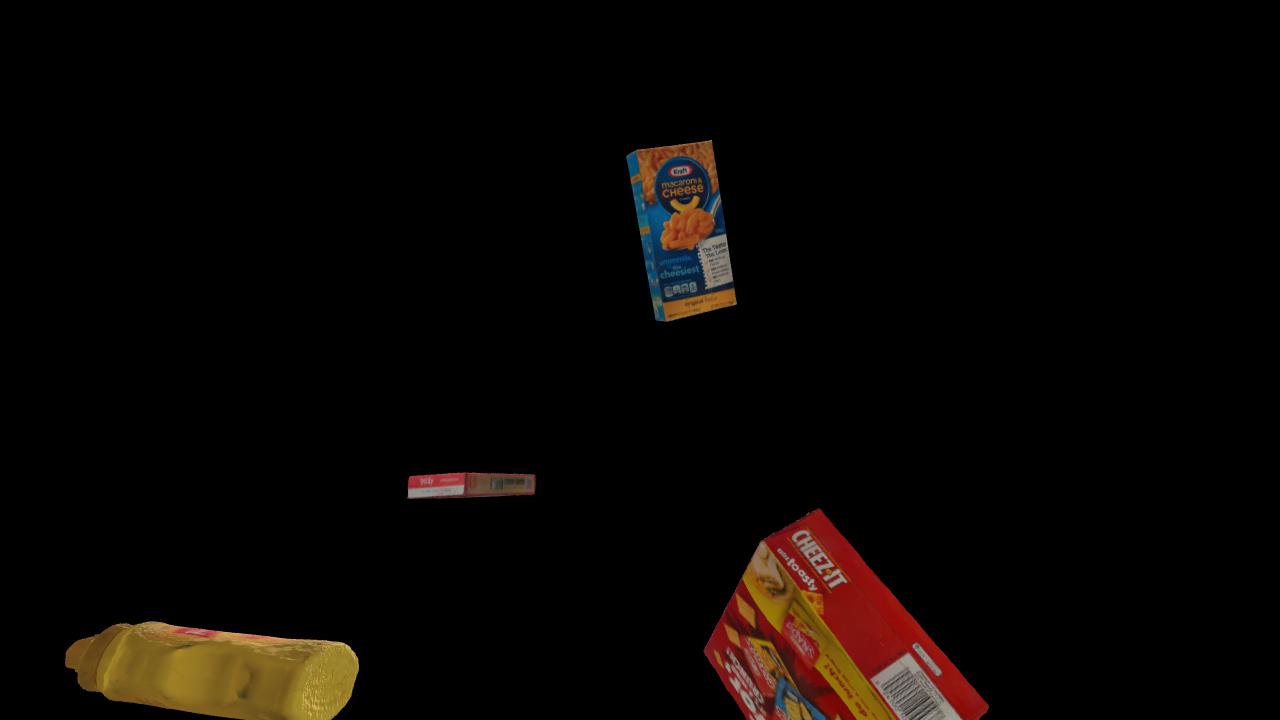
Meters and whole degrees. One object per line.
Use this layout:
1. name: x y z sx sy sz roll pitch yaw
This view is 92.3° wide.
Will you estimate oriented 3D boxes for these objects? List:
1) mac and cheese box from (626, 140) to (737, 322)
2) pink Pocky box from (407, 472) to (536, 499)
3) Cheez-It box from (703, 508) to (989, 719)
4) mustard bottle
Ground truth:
1. mac and cheese box: 0.048 -0.142 0.684 0.093 0.184 0.041 -14 11 -17
2. pink Pocky box: -0.207 0.158 0.775 0.084 0.029 0.155 -7 -13 21
3. Cheez-It box: 0.142 0.252 0.493 0.071 0.223 0.166 -18 50 -26
4. mustard bottle: -0.300 0.211 0.420 0.184 0.054 0.092 5 -19 3
